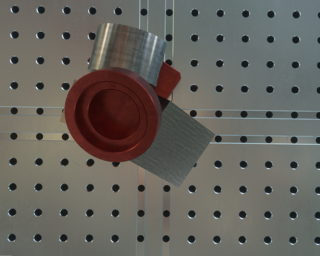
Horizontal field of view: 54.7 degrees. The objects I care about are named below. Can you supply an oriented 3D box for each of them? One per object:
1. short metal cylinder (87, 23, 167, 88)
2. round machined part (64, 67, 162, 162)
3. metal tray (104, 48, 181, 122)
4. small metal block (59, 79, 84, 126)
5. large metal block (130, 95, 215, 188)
[{"bbox_3d":[-0.037,-0.080,0.355,0.080,0.080,0.050,13,90,-1],"label":"short metal cylinder"},{"bbox_3d":[-0.046,-0.016,0.330,0.098,0.042,0.097,4,110,10],"label":"round machined part"},{"bbox_3d":[-0.044,-0.040,0.411,0.090,0.030,0.130,35,90,-1],"label":"metal tray"},{"bbox_3d":[-0.091,-0.027,0.368,0.025,0.050,0.050,19,90,0],"label":"small metal block"},{"bbox_3d":[0.007,0.015,0.383,0.080,0.050,0.080,34,90,-31],"label":"large metal block"}]
